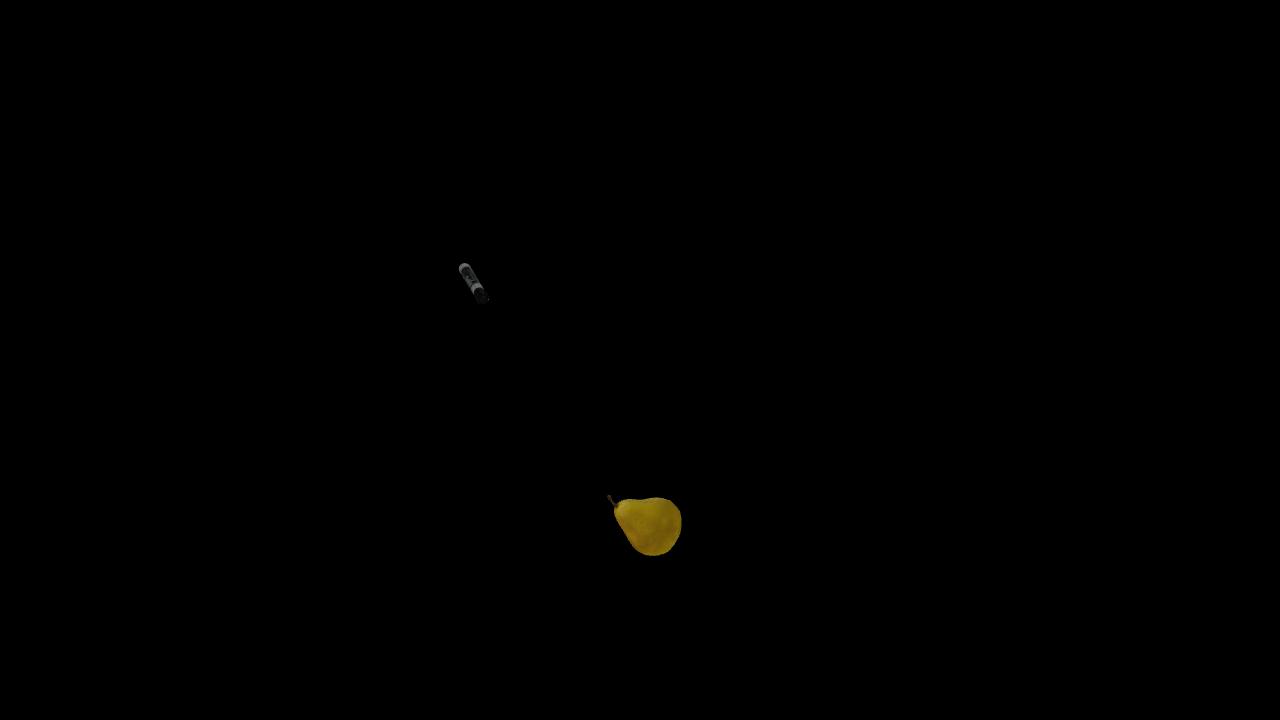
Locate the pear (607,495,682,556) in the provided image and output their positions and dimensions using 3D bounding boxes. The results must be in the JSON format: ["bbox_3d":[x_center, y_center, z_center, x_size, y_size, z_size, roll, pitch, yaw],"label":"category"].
[{"bbox_3d":[-0.001,0.218,0.830,0.111,0.080,0.080,21,-6,-16],"label":"pear"}]

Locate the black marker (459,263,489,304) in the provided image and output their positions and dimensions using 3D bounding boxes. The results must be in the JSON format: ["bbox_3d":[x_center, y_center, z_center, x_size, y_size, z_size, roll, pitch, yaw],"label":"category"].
[{"bbox_3d":[-0.251,-0.115,0.928,0.020,0.020,0.121,0,29,-31],"label":"black marker"}]
